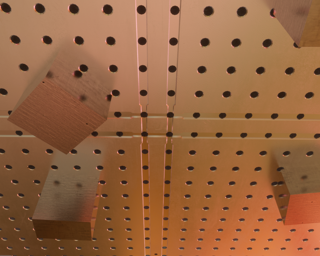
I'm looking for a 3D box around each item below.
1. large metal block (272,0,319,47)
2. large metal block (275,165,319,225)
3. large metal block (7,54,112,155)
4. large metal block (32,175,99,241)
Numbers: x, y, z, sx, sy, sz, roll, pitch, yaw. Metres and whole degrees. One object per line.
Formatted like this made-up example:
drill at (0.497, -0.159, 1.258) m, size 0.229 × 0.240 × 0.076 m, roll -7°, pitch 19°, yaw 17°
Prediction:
large metal block at (0.143, -0.126, 0.270) m, size 0.050 × 0.080 × 0.080 m, roll 0°, pitch 130°, yaw 0°
large metal block at (0.233, 0.106, 0.487) m, size 0.080 × 0.050 × 0.080 m, roll -6°, pitch 130°, yaw 5°
large metal block at (-0.118, -0.025, 0.373) m, size 0.080 × 0.050 × 0.080 m, roll -37°, pitch 121°, yaw 27°
large metal block at (-0.140, 0.122, 0.478) m, size 0.080 × 0.080 × 0.050 m, roll 5°, pitch 130°, yaw -4°
